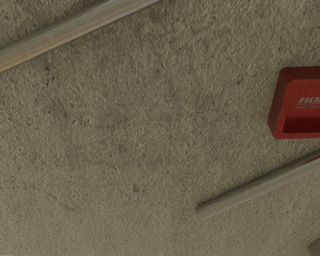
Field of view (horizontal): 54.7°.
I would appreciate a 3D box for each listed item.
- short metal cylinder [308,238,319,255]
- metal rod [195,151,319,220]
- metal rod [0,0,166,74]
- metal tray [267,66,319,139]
[{"bbox_3d":[0.345,0.257,0.615,0.081,0.050,0.079,0,130,0],"label":"short metal cylinder"},{"bbox_3d":[0.185,0.076,0.474,0.300,0.025,0.025,-31,124,23],"label":"metal rod"},{"bbox_3d":[-0.120,-0.093,0.326,0.301,0.025,0.025,-19,128,14],"label":"metal rod"},{"bbox_3d":[0.209,-0.030,0.381,0.131,0.030,0.089,-2,130,1],"label":"metal tray"}]
